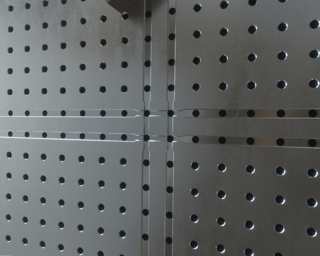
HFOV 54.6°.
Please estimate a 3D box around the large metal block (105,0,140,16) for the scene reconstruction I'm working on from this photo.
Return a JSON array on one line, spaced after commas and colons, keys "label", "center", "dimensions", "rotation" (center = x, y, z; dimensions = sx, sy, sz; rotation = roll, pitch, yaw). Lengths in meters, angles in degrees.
[{"label": "large metal block", "center": [-0.054, -0.216, 0.419], "dimensions": [0.080, 0.050, 0.080], "rotation": [-42, 77, 15]}]
